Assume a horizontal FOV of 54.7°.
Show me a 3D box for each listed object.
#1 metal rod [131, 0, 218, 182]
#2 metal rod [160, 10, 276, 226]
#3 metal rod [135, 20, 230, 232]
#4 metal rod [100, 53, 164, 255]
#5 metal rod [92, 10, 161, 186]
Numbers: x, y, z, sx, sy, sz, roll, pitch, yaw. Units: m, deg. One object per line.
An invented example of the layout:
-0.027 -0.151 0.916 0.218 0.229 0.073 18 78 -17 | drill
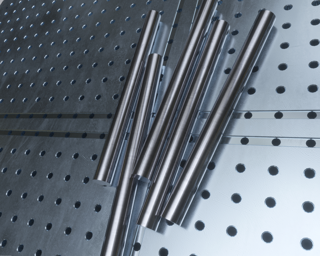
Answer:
0.028 -0.068 0.428 0.025 0.025 0.300 7 63 31 | metal rod
0.079 -0.025 0.381 0.025 0.025 0.300 17 70 34 | metal rod
0.037 -0.018 0.399 0.025 0.025 0.300 9 66 31 | metal rod
-0.032 0.025 0.407 0.025 0.025 0.299 -3 60 26 | metal rod
-0.043 -0.060 0.466 0.025 0.025 0.300 0 61 28 | metal rod
